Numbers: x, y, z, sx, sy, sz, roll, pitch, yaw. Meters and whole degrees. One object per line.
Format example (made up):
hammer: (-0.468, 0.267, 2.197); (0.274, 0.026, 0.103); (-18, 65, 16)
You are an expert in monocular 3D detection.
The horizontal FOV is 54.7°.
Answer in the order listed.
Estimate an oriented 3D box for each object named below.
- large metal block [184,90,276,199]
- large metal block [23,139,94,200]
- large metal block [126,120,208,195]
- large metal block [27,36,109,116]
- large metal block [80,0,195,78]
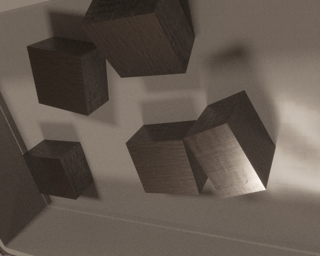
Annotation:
large metal block: (0.081, 0.017, 0.340); (0.050, 0.080, 0.080); (-23, 106, 36)
large metal block: (-0.169, 0.068, 0.521); (0.080, 0.050, 0.079); (2, 120, 27)
large metal block: (0.013, 0.039, 0.409); (0.080, 0.050, 0.080); (-5, 116, 30)
large metal block: (-0.118, -0.070, 0.409); (0.080, 0.050, 0.079); (14, 124, 20)
large metal block: (-0.019, -0.098, 0.318); (0.080, 0.050, 0.080); (1, 150, 27)
